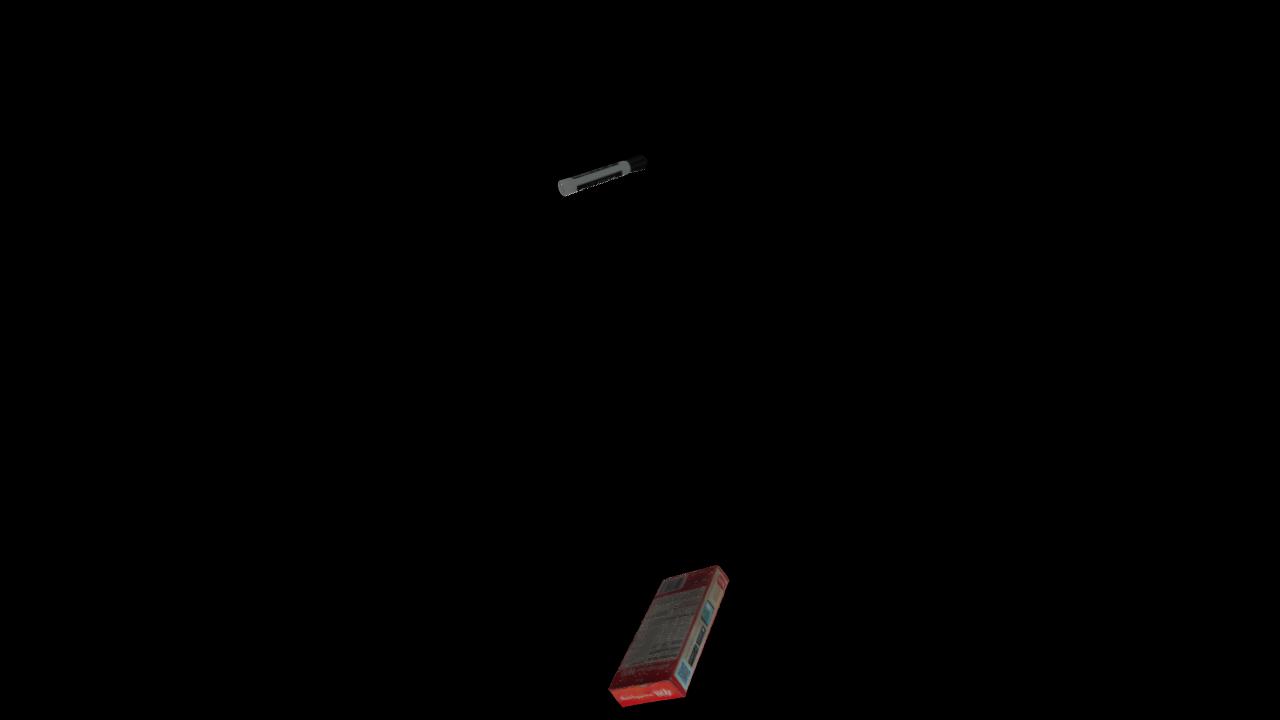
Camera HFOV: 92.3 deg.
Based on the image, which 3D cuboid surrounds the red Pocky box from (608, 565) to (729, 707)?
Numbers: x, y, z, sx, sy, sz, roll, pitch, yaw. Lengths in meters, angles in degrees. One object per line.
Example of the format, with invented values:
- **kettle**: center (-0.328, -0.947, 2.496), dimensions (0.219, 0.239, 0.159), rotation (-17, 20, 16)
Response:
- **red Pocky box**: center (0.034, 0.281, 0.637), dimensions (0.083, 0.028, 0.155), rotation (-28, 10, 33)

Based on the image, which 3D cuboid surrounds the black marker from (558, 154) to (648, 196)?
- **black marker**: center (-0.041, -0.222, 0.734), dimensions (0.121, 0.020, 0.020), rotation (-26, 12, -25)
